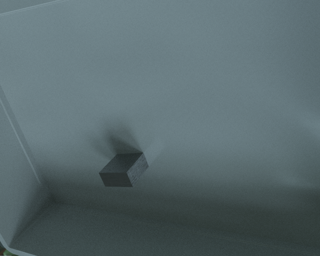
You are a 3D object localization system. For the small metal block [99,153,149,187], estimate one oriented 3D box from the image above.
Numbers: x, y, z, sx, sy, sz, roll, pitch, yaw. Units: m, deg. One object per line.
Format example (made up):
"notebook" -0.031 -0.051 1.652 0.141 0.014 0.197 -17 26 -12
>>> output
"small metal block" -0.053 0.062 0.459 0.050 0.050 0.025 -6 116 31
